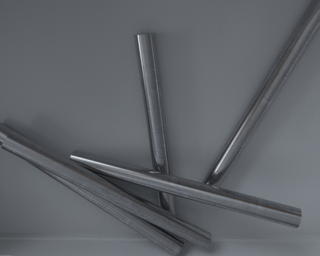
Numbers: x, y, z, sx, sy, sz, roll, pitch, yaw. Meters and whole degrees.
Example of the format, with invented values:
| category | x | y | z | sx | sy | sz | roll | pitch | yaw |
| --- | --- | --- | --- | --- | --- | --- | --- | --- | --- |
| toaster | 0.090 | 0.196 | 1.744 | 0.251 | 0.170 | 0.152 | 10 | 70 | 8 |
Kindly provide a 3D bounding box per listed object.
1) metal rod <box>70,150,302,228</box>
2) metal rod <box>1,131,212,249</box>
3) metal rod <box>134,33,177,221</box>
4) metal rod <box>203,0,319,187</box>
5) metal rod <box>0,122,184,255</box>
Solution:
| category | x | y | z | sx | sy | sz | roll | pitch | yaw |
| --- | --- | --- | --- | --- | --- | --- | --- | --- | --- |
| metal rod | 0.026 | 0.077 | 0.405 | 0.301 | 0.025 | 0.025 | 14 | 110 | 8 |
| metal rod | -0.061 | 0.088 | 0.414 | 0.301 | 0.025 | 0.025 | 30 | 107 | -12 |
| metal rod | -0.001 | 0.026 | 0.420 | 0.025 | 0.025 | 0.298 | -7 | 110 | 2 |
| metal rod | 0.129 | -0.028 | 0.401 | 0.025 | 0.025 | 0.298 | 24 | 108 | -9 |
| metal rod | -0.096 | 0.088 | 0.428 | 0.301 | 0.025 | 0.025 | 35 | 106 | -7 |
